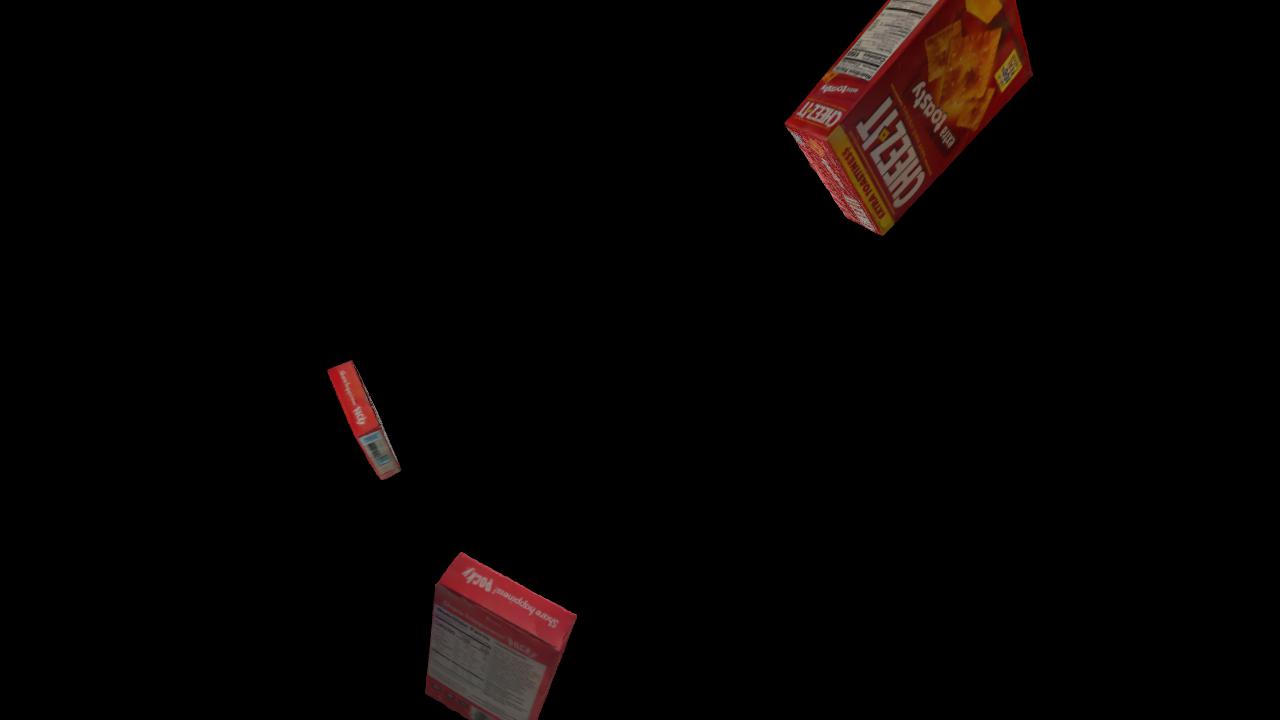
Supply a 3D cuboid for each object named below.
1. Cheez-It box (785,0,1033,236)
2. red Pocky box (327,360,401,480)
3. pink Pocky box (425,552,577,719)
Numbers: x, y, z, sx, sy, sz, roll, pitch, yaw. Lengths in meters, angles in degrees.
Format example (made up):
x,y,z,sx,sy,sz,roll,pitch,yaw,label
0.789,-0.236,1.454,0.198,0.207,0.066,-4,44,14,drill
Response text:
x,y,z,sx,sy,sz,roll,pitch,yaw,label
0.270,-0.261,0.611,0.166,0.223,0.071,34,10,-43,Cheez-It box
-0.297,0.070,0.669,0.028,0.083,0.155,-22,-20,-22,red Pocky box
-0.097,0.197,0.406,0.084,0.155,0.029,25,38,9,pink Pocky box
